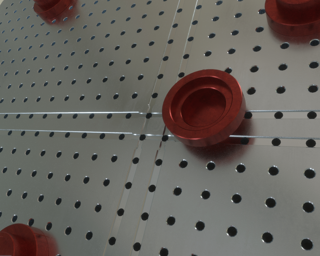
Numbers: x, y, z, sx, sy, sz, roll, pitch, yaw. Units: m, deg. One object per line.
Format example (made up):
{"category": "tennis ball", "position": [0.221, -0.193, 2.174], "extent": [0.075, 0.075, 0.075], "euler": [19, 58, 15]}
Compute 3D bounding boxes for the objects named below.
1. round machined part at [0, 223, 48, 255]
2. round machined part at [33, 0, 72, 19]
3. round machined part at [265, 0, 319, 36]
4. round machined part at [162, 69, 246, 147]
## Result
{"category": "round machined part", "position": [-0.196, 0.170, 0.393], "extent": [0.098, 0.042, 0.098], "euler": [-13, 56, 20]}
{"category": "round machined part", "position": [-0.252, -0.301, 0.711], "extent": [0.098, 0.042, 0.098], "euler": [-13, 56, 20]}
{"category": "round machined part", "position": [0.188, -0.171, 0.404], "extent": [0.098, 0.042, 0.098], "euler": [-13, 56, 20]}
{"category": "round machined part", "position": [0.056, -0.021, 0.380], "extent": [0.098, 0.042, 0.098], "euler": [-13, 56, 20]}
